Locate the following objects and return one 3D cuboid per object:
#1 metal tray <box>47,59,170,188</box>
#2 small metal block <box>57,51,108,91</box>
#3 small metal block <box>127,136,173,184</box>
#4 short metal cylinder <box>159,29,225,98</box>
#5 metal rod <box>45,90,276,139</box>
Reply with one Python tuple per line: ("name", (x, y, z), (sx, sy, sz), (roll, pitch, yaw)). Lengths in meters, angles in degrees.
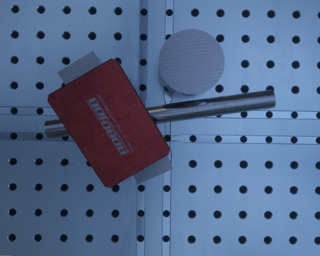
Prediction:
("metal tray", (-0.058, -0.005, 0.371), (0.090, 0.030, 0.130), (-31, 102, 0))
("small metal block", (-0.096, -0.070, 0.399), (0.050, 0.050, 0.025), (-32, 90, 0))
("small metal block", (-0.016, 0.040, 0.412), (0.050, 0.025, 0.050), (-23, 90, -1))
("short metal cylinder", (0.038, -0.081, 0.401), (0.081, 0.050, 0.079), (0, 90, -1))
("metal rod", (0.001, -0.019, 0.413), (0.302, 0.025, 0.025), (-8, 90, -1))
